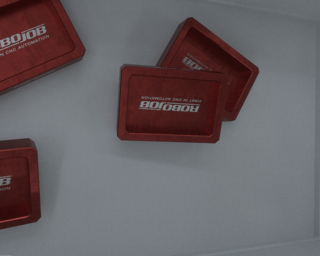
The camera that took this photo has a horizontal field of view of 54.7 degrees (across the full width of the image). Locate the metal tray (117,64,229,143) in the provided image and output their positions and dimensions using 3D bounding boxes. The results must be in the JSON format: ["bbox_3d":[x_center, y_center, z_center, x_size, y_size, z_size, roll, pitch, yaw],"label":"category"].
[{"bbox_3d":[0.014,-0.029,0.389,0.131,0.030,0.089,2,106,-11],"label":"metal tray"}]

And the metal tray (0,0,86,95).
[{"bbox_3d":[-0.163,-0.096,0.347,0.131,0.030,0.090,-29,100,-18],"label":"metal tray"}]

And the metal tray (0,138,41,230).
[{"bbox_3d":[-0.194,0.063,0.314,0.131,0.030,0.089,-5,110,-27],"label":"metal tray"}]

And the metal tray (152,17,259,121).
[{"bbox_3d":[0.066,-0.078,0.431,0.130,0.030,0.090,31,80,-18],"label":"metal tray"}]
